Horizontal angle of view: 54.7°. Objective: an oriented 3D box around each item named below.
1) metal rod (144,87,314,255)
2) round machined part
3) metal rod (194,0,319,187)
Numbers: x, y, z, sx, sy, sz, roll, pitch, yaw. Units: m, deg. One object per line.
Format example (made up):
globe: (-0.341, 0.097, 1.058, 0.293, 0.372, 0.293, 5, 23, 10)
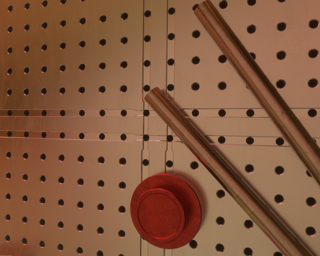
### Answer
metal rod: (0.085, 0.063, 0.382, 0.025, 0.025, 0.300, -45, 76, 14)
round machined part: (0.006, 0.108, 0.402, 0.098, 0.042, 0.097, 0, 90, 20)
metal rod: (0.133, -0.029, 0.365, 0.025, 0.025, 0.299, -36, 79, 16)
